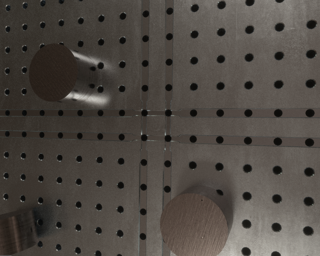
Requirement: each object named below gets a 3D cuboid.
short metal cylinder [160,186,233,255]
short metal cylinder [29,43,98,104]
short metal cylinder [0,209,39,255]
[{"bbox_3d":[0.046,0.115,0.382,0.080,0.050,0.079,0,90,19],"label":"short metal cylinder"},{"bbox_3d":[-0.138,-0.076,0.447,0.080,0.050,0.079,0,90,19],"label":"short metal cylinder"},{"bbox_3d":[-0.227,0.156,0.461,0.080,0.080,0.050,-13,86,19],"label":"short metal cylinder"}]
